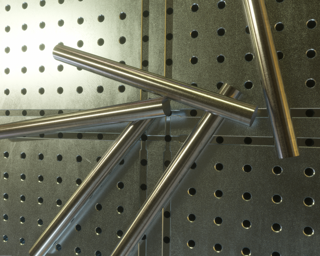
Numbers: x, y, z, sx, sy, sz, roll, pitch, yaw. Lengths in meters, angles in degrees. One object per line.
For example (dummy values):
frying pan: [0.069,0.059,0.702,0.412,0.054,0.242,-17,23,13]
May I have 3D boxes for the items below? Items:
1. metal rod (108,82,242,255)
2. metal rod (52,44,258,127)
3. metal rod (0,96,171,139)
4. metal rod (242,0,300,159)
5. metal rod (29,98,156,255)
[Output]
metal rod: [0.010,0.074,0.408,0.025,0.025,0.299,36,101,16]
metal rod: [-0.024,-0.063,0.403,0.301,0.025,0.025,22,97,24]
metal rod: [-0.128,-0.010,0.440,0.300,0.025,0.025,-7,88,25]
metal rod: [0.121,-0.113,0.369,0.025,0.025,0.298,-13,86,19]
metal rod: [-0.098,0.080,0.445,0.025,0.025,0.299,43,103,14]
